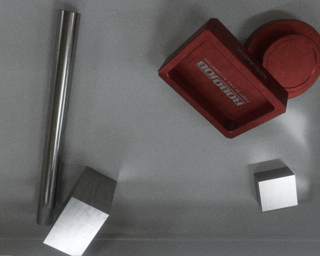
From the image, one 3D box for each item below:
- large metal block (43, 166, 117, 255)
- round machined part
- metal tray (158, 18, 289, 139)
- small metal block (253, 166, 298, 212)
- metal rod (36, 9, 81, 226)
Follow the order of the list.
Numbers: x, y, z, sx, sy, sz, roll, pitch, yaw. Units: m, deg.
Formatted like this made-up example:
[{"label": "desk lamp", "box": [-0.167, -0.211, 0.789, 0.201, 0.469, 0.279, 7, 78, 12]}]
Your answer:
[{"label": "large metal block", "box": [-0.105, 0.112, 0.422, 0.050, 0.080, 0.080, 31, 107, -11]}, {"label": "round machined part", "box": [0.151, -0.080, 0.375, 0.099, 0.042, 0.097, 0, 110, -1]}, {"label": "metal tray", "box": [0.074, -0.052, 0.367, 0.130, 0.030, 0.090, 41, 137, -14]}, {"label": "small metal block", "box": [0.166, 0.088, 0.446, 0.050, 0.025, 0.050, -12, 110, 4]}, {"label": "metal rod", "box": [-0.137, 0.001, 0.409, 0.025, 0.025, 0.298, 12, 110, -5]}]
